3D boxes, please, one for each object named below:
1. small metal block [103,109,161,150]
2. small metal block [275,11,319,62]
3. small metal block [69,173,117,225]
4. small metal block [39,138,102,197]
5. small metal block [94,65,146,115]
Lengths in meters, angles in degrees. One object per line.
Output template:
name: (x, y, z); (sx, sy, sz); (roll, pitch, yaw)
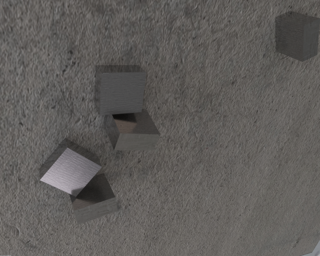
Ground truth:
small metal block: (-0.034, 0.001, 0.370); (0.050, 0.050, 0.025); (2, 128, -30)
small metal block: (0.182, -0.123, 0.414); (0.025, 0.050, 0.050); (-26, 128, -12)
small metal block: (-0.088, 0.089, 0.398); (0.050, 0.050, 0.025); (-15, 125, -20)
small metal block: (-0.108, 0.048, 0.374); (0.050, 0.025, 0.050); (37, 97, -33)
small metal block: (-0.046, -0.044, 0.354); (0.050, 0.025, 0.050); (-6, 121, -25)
